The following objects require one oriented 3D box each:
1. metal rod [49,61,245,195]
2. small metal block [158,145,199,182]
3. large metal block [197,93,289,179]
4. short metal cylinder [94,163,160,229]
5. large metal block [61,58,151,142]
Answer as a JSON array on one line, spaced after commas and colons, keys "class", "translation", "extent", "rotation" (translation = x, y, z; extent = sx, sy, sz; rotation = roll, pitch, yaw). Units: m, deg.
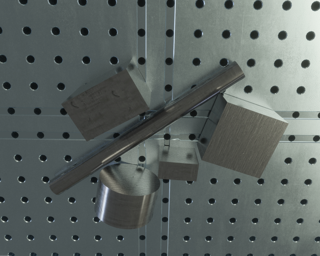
[{"class": "metal rod", "translation": [-0.025, 0.005, 0.414], "extent": [0.300, 0.025, 0.025], "rotation": [-32, 107, 11]}, {"class": "small metal block", "translation": [0.023, 0.047, 0.418], "extent": [0.050, 0.050, 0.025], "rotation": [5, 110, -2]}, {"class": "large metal block", "translation": [0.103, 0.009, 0.402], "extent": [0.080, 0.050, 0.079], "rotation": [18, 109, -7]}, {"class": "short metal cylinder", "translation": [-0.044, 0.089, 0.416], "extent": [0.081, 0.080, 0.050], "rotation": [11, 110, -5]}, {"class": "large metal block", "translation": [-0.059, -0.037, 0.370], "extent": [0.080, 0.080, 0.050], "rotation": [-27, 108, 9]}]
